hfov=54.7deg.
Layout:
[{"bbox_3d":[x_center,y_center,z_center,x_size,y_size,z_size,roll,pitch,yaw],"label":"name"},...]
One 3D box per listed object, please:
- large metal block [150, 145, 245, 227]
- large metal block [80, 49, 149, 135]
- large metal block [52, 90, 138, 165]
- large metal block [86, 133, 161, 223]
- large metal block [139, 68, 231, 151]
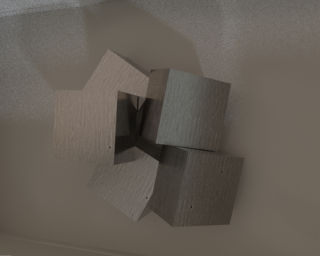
[{"bbox_3d":[0.042,0.064,0.357,0.050,0.081,0.079,18,97,58],"label":"large metal block"},{"bbox_3d":[-0.049,-0.045,0.412,0.080,0.050,0.080,38,102,15],"label":"large metal block"},{"bbox_3d":[-0.076,-0.002,0.367,0.080,0.050,0.079,3,90,20],"label":"large metal block"},{"bbox_3d":[-0.034,0.060,0.404,0.080,0.050,0.080,31,100,17],"label":"large metal block"},{"bbox_3d":[0.028,-0.021,0.362,0.081,0.050,0.079,9,94,-26],"label":"large metal block"}]
